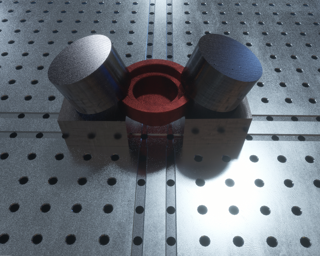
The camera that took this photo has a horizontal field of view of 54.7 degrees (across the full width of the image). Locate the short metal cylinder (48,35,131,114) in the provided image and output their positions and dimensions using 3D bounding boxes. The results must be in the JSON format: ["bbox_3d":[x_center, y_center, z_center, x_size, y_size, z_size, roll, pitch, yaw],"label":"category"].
[{"bbox_3d":[-0.081,-0.063,0.362,0.080,0.050,0.080,-13,49,16],"label":"short metal cylinder"}]

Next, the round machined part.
[{"bbox_3d":[-0.005,-0.041,0.392,0.099,0.042,0.098,0,50,0],"label":"round machined part"}]

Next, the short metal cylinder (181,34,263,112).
[{"bbox_3d":[0.071,-0.065,0.365,0.081,0.050,0.080,13,48,-15],"label":"short metal cylinder"}]

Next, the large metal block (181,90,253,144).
[{"bbox_3d":[0.070,-0.026,0.413,0.081,0.050,0.080,-1,50,-1],"label":"large metal block"}]

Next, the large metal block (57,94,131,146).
[{"bbox_3d":[-0.080,-0.023,0.410,0.080,0.050,0.080,1,50,0],"label":"large metal block"}]
